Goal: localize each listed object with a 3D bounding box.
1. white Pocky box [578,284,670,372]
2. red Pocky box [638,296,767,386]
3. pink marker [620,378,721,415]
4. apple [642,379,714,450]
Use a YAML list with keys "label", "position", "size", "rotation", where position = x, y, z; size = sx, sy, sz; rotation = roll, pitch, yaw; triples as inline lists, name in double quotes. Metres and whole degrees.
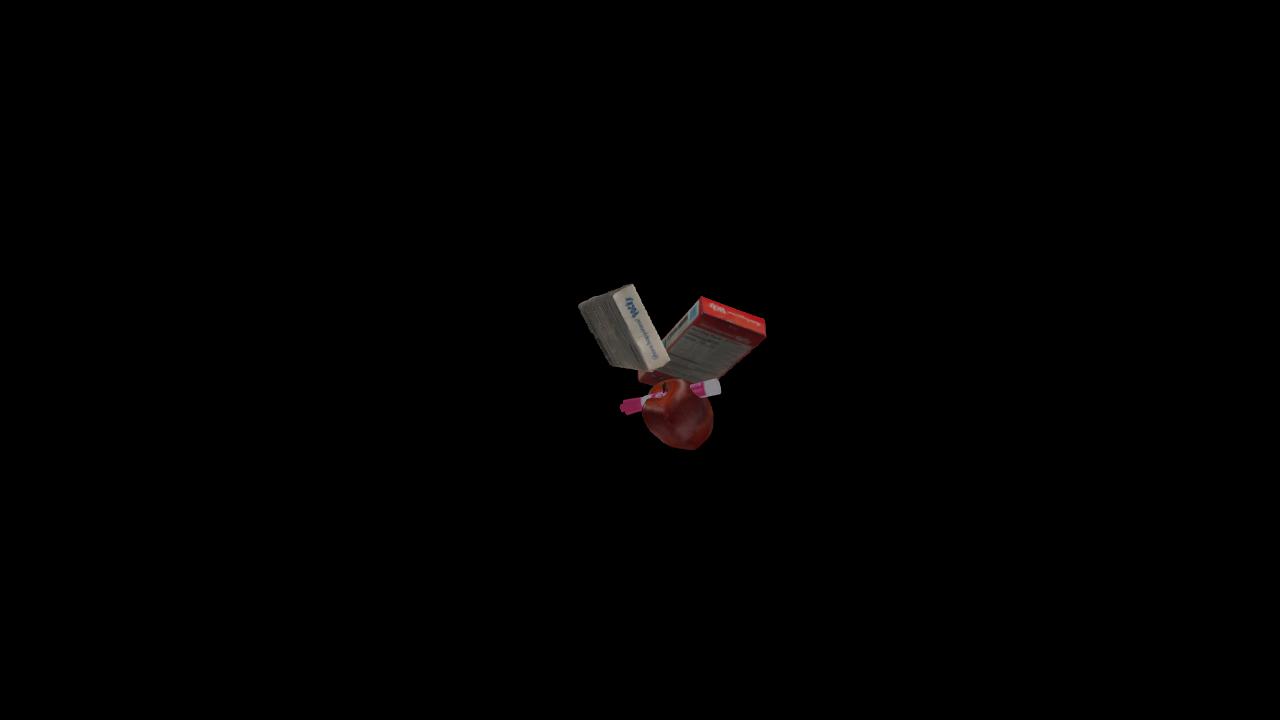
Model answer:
- label: "white Pocky box"
  position: [-0.021, -0.031, 0.638]
  size: [0.028, 0.084, 0.154]
  rotation: [-30, 9, -14]
- label: "red Pocky box"
  position: [0.067, -0.009, 0.701]
  size: [0.083, 0.028, 0.155]
  rotation: [19, -37, -19]
- label: "pink marker"
  position: [0.033, 0.043, 0.711]
  size: [0.121, 0.020, 0.020]
  rotation: [-14, -4, 17]
- label: "apple"
  position: [0.047, 0.063, 0.724]
  size: [0.079, 0.093, 0.079]
  rotation: [-25, 29, 15]
